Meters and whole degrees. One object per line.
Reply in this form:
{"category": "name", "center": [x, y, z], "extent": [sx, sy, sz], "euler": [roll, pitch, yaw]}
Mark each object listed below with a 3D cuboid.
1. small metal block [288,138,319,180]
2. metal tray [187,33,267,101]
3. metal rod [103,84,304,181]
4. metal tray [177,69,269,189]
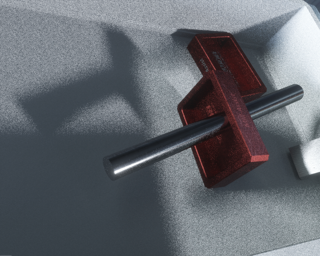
{"category": "small metal block", "center": [0.238, 0.049, 0.487], "extent": [0.025, 0.050, 0.050], "euler": [32, 42, -53]}
{"category": "metal tray", "center": [0.114, -0.102, 0.528], "extent": [0.091, 0.030, 0.130], "euler": [-14, 69, -34]}
{"category": "metal rod", "center": [0.074, -0.006, 0.372], "extent": [0.302, 0.025, 0.025], "euler": [-20, 73, -30]}
{"category": "metal tray", "center": [0.074, 0.002, 0.400], "extent": [0.030, 0.090, 0.130], "euler": [0, 59, -32]}
